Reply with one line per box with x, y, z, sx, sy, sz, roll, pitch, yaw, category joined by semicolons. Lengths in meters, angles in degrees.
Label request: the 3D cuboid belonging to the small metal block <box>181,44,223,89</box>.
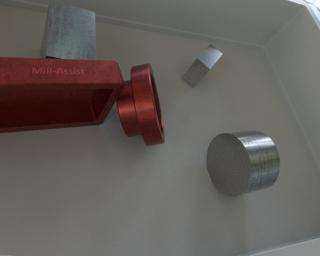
0.065;-0.097;0.486;0.025;0.050;0.050;41;51;-1;small metal block

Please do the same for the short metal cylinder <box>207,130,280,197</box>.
0.106;0.044;0.402;0.050;0.080;0.080;-4;64;-31;short metal cylinder

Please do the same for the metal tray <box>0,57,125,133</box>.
-0.113;-0.032;0.323;0.131;0.090;0.030;-6;65;-31;metal tray

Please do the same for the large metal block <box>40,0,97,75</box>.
-0.111;-0.085;0.363;0.050;0.080;0.080;7;59;-25;large metal block

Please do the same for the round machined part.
-0.024;-0.026;0.374;0.042;0.098;0.098;-10;62;4;round machined part
